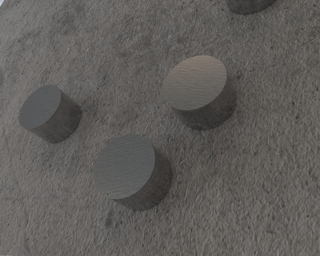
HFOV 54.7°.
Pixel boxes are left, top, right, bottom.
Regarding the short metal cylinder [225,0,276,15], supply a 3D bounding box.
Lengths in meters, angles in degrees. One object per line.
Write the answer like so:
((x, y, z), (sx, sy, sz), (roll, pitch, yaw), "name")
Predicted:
((0.130, -0.213, 0.450), (0.080, 0.050, 0.080), (-13, 56, 21), "short metal cylinder")

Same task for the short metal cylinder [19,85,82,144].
((-0.173, -0.022, 0.493), (0.080, 0.050, 0.080), (-13, 56, 21), "short metal cylinder")

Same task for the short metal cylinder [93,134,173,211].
((-0.031, 0.054, 0.372), (0.080, 0.050, 0.080), (-13, 56, 21), "short metal cylinder")

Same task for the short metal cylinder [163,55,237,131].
((0.050, -0.043, 0.388), (0.080, 0.050, 0.080), (-13, 56, 21), "short metal cylinder")
